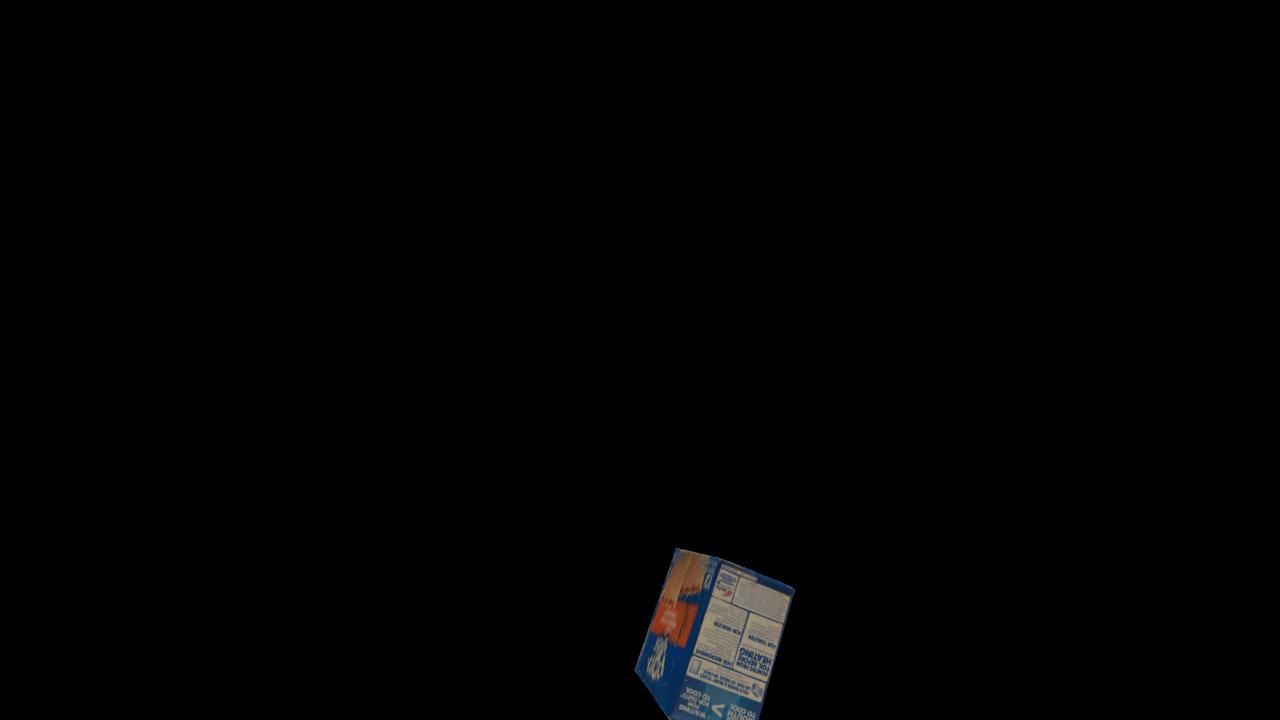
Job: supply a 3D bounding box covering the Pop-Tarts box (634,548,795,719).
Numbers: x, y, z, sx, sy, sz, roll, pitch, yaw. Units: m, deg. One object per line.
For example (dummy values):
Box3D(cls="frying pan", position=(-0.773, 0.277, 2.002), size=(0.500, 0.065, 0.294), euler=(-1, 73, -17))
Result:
Box3D(cls="Pop-Tarts box", position=(0.067, 0.274, 0.617), size=(0.083, 0.141, 0.167), euler=(22, -16, -5))
